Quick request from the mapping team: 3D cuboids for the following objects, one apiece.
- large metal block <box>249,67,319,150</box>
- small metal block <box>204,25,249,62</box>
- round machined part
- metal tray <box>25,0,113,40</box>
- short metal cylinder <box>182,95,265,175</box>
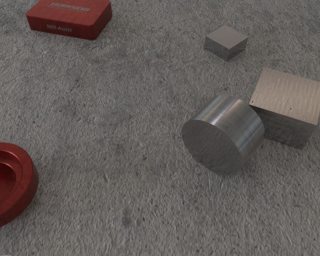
[{"bbox_3d":[0.163,-0.028,0.412,0.080,0.050,0.080,20,53,16],"label":"large metal block"},{"bbox_3d":[0.112,-0.145,0.526,0.050,0.025,0.050,-35,59,-26],"label":"small metal block"},{"bbox_3d":[-0.182,0.066,0.335,0.099,0.042,0.098,0,50,0],"label":"round machined part"},{"bbox_3d":[-0.166,-0.210,0.575,0.131,0.030,0.090,12,51,10],"label":"metal tray"},{"bbox_3d":[0.072,0.009,0.361,0.080,0.080,0.050,33,57,24],"label":"short metal cylinder"}]
